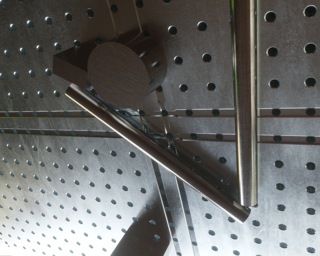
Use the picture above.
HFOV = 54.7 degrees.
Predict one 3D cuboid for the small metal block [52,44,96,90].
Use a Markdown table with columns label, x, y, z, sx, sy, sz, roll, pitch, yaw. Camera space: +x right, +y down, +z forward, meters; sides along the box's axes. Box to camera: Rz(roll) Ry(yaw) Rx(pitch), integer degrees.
| label | x | y | z | sx | sy | sz | roll | pitch | yaw |
| --- | --- | --- | --- | --- | --- | --- | --- | --- | --- |
| small metal block | -0.100 | -0.079 | 0.397 | 0.050 | 0.050 | 0.025 | 27 | 128 | 11 |

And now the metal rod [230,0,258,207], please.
| label | x | y | z | sx | sy | sz | roll | pitch | yaw |
| --- | --- | --- | --- | --- | --- | --- | --- | --- | --- |
| metal rod | 0.094 | -0.035 | 0.339 | 0.025 | 0.025 | 0.298 | 5 | 121 | 25 |

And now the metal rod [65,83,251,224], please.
| label | x | y | z | sx | sy | sz | roll | pitch | yaw |
| --- | --- | --- | --- | --- | --- | --- | --- | --- | --- |
| metal rod | -0.005 | 0.032 | 0.432 | 0.301 | 0.025 | 0.025 | 36 | 129 | 3 |

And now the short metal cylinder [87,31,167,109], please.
| label | x | y | z | sx | sy | sz | roll | pitch | yaw |
| --- | --- | --- | --- | --- | --- | --- | --- | --- | --- |
| short metal cylinder | -0.038 | -0.070 | 0.371 | 0.080 | 0.050 | 0.079 | 13 | 124 | 20 |

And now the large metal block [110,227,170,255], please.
| label | x | y | z | sx | sy | sz | roll | pitch | yaw |
| --- | --- | --- | --- | --- | --- | --- | --- | --- | --- |
| large metal block | -0.038 | 0.233 | 0.538 | 0.080 | 0.080 | 0.050 | 16 | 125 | 18 |
